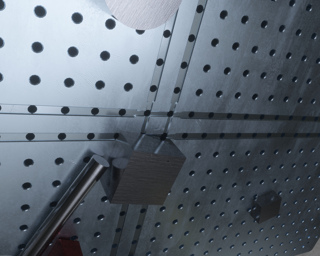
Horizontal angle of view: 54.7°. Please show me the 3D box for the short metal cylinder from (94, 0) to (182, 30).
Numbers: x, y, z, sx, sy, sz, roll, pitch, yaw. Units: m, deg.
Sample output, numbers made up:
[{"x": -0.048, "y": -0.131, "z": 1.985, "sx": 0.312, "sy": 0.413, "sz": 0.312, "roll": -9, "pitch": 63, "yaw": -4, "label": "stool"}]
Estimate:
[{"x": -0.023, "y": -0.140, "z": 0.296, "sx": 0.081, "sy": 0.050, "sz": 0.079, "roll": -14, "pitch": 124, "yaw": -21, "label": "short metal cylinder"}]

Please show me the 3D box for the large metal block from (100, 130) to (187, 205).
[{"x": -0.024, "y": 0.055, "z": 0.416, "sx": 0.081, "sy": 0.050, "sz": 0.079, "roll": 11, "pitch": 113, "yaw": -33, "label": "large metal block"}]

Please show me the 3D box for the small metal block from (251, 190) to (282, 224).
[{"x": 0.215, "y": 0.160, "z": 0.628, "sx": 0.050, "sy": 0.025, "sz": 0.050, "roll": -18, "pitch": 126, "yaw": -18, "label": "small metal block"}]

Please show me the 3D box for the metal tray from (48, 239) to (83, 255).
[{"x": -0.148, "y": 0.235, "z": 0.433, "sx": 0.030, "sy": 0.090, "sz": 0.129, "roll": 23, "pitch": 106, "yaw": -37, "label": "metal tray"}]

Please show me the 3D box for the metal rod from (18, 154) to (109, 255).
[{"x": -0.165, "y": 0.159, "z": 0.418, "sx": 0.025, "sy": 0.025, "sz": 0.299, "roll": 31, "pitch": 101, "yaw": -38, "label": "metal rod"}]
